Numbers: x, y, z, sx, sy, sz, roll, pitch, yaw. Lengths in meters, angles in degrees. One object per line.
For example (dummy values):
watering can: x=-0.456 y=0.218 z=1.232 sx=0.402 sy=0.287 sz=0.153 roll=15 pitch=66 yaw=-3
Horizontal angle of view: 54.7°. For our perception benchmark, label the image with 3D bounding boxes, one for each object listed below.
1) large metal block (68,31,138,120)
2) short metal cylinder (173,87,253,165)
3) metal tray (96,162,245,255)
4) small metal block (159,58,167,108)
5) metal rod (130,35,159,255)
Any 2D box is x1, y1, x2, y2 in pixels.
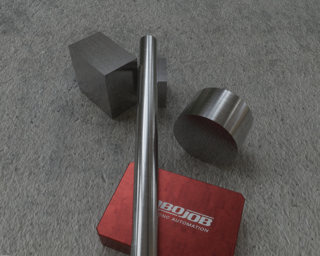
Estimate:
large metal block: x=-0.075 y=-0.072 z=0.427 sx=0.050 sy=0.080 sz=0.080 roll=-35 pitch=59 yaw=-26
short metal cylinder: x=0.063 y=-0.001 z=0.370 sx=0.080 sy=0.080 sz=0.050 roll=24 pitch=54 yaw=18
metal tray: x=0.013 y=0.094 z=0.321 sx=0.131 sy=0.030 sz=0.090 roll=16 pitch=52 yaw=12
small metal block: x=-0.003 y=-0.064 z=0.441 sx=0.025 sy=0.050 sz=0.050 roll=0 pitch=50 yaw=0
metal rod: x=-0.015 y=0.004 z=0.345 sx=0.025 sy=0.025 sz=0.300 roll=0 pitch=55 yaw=-1
